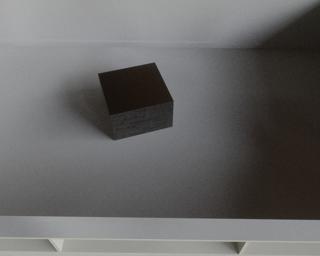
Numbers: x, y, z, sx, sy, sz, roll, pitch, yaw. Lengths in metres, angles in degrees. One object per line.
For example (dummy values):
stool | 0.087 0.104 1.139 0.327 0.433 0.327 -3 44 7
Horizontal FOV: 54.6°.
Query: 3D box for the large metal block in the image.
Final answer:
large metal block | -0.033 -0.038 0.421 0.081 0.050 0.080 -14 51 -11
